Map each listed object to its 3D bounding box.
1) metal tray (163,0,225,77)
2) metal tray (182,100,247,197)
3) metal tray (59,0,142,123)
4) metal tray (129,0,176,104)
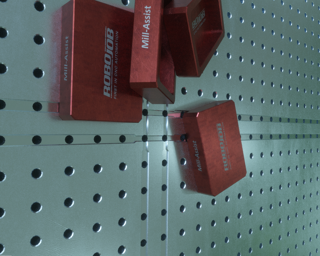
[{"bbox_3d":[0.051,-0.137,0.412,0.130,0.030,0.090,-58,142,-42],"label":"metal tray"},{"bbox_3d":[0.088,0.029,0.482,0.091,0.030,0.129,-21,104,-38],"label":"metal tray"},{"bbox_3d":[-0.064,-0.072,0.354,0.091,0.030,0.129,2,89,-40],"label":"metal tray"},{"bbox_3d":[-0.003,-0.100,0.369,0.090,0.030,0.129,29,63,-73],"label":"metal tray"}]
